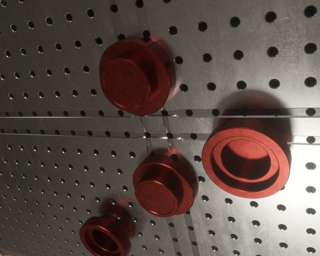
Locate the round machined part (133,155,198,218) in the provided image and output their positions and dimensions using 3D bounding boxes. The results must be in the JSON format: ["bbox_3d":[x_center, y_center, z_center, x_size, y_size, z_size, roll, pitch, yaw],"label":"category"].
[{"bbox_3d":[0.003,0.092,0.454,0.098,0.042,0.097,13,124,20],"label":"round machined part"}]

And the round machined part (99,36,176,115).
[{"bbox_3d":[-0.034,-0.059,0.380,0.098,0.042,0.097,13,124,20],"label":"round machined part"}]

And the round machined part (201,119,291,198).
[{"bbox_3d":[0.102,0.032,0.365,0.098,0.042,0.097,13,124,20],"label":"round machined part"}]

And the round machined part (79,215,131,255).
[{"bbox_3d":[-0.096,0.200,0.572,0.098,0.042,0.097,13,124,20],"label":"round machined part"}]
